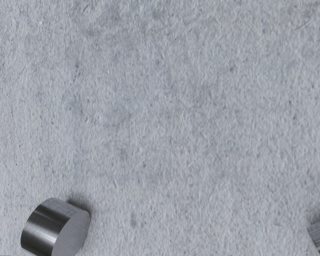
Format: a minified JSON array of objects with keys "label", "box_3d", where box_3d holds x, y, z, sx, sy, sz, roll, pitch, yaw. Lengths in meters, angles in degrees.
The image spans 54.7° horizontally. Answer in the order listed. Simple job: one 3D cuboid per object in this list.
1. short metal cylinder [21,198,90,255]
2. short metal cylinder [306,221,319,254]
[{"label":"short metal cylinder","box_3d":[-0.142,0.143,0.428,0.050,0.080,0.080,18,96,19]},{"label":"short metal cylinder","box_3d":[0.194,0.127,0.312,0.050,0.080,0.080,-33,80,17]}]
